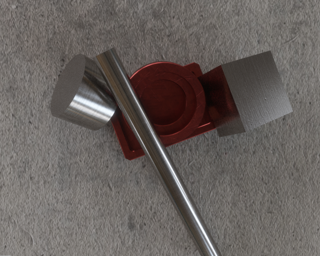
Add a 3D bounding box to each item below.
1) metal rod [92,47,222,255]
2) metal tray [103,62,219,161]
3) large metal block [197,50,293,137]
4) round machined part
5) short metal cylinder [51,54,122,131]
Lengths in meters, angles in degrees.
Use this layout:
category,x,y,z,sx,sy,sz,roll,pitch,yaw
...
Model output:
category,x,y,z,sx,sy,sz,roll,pitch,yaw
metal rod,0.006,0.048,0.367,0.025,0.025,0.299,-27,107,0
metal tray,0.003,-0.021,0.409,0.131,0.030,0.090,-21,90,-1
large metal block,0.105,-0.042,0.383,0.081,0.050,0.080,-20,90,-26
round machined part,0.003,-0.032,0.379,0.099,0.042,0.097,-1,105,-5
short metal cylinder,-0.090,-0.042,0.376,0.050,0.080,0.080,24,90,-36
